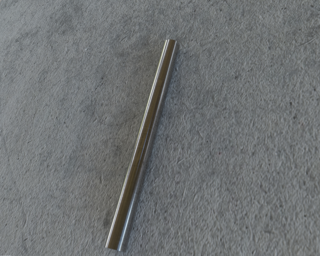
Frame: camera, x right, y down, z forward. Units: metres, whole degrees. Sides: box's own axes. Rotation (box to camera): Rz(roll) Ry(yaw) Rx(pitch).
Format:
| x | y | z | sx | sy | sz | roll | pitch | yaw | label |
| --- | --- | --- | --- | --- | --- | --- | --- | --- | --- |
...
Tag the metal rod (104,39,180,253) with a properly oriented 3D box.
| x | y | z | sx | sy | sz | roll | pitch | yaw | label |
| --- | --- | --- | --- | --- | --- | --- | --- | --- | --- |
| -0.016 | 0.005 | 0.409 | 0.025 | 0.025 | 0.300 | 0 | 62 | 28 | metal rod |
